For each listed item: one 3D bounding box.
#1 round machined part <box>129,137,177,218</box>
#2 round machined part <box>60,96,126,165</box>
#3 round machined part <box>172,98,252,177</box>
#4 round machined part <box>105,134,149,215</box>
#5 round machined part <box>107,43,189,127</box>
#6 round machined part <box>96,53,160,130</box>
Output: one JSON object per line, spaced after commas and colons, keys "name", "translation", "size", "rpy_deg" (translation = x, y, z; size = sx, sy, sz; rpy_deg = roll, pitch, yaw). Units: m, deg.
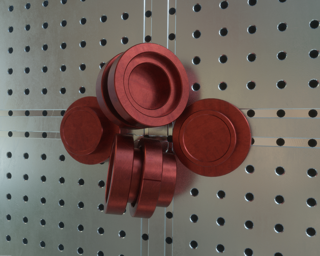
{"name": "round machined part", "translation": [-0.009, 0.063, 0.387], "size": [0.042, 0.098, 0.097], "rpy_deg": [9, 94, -12]}
{"name": "round machined part", "translation": [-0.101, 0.004, 0.439], "size": [0.098, 0.042, 0.097], "rpy_deg": [0, 90, 20]}
{"name": "round machined part", "translation": [0.062, 0.012, 0.382], "size": [0.098, 0.042, 0.097], "rpy_deg": [0, 90, 20]}
{"name": "round machined part", "translation": [-0.041, 0.058, 0.384], "size": [0.042, 0.098, 0.097], "rpy_deg": [8, 93, -12]}
{"name": "round machined part", "translation": [-0.017, -0.049, 0.373], "size": [0.042, 0.099, 0.098], "rpy_deg": [-9, 86, 60]}
{"name": "round machined part", "translation": [-0.035, -0.046, 0.399], "size": [0.042, 0.099, 0.098], "rpy_deg": [-9, 86, 60]}
